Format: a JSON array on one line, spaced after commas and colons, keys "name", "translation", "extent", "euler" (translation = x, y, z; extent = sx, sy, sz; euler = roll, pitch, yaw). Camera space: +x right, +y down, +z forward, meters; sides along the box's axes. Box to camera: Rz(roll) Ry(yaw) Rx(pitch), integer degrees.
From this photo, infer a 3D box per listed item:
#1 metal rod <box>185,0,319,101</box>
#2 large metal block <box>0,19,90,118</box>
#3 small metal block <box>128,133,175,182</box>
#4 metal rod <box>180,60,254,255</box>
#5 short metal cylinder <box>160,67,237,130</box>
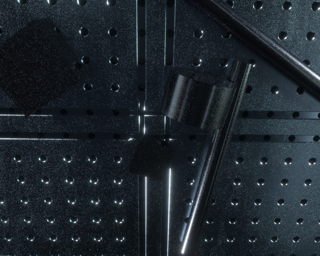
[{"name": "metal rod", "translation": [0.153, -0.084, 0.384], "extent": [0.301, 0.025, 0.025], "euler": [32, 107, -12]}, {"name": "large metal block", "translation": [-0.146, -0.072, 0.371], "extent": [0.080, 0.050, 0.080], "euler": [-31, 108, 10]}, {"name": "small metal block", "translation": [-0.012, 0.041, 0.428], "extent": [0.050, 0.025, 0.050], "euler": [17, 109, -7]}, {"name": "metal rod", "translation": [0.074, 0.055, 0.434], "extent": [0.025, 0.025, 0.298], "euler": [11, 110, -5]}, {"name": "short metal cylinder", "translation": [0.045, -0.037, 0.371], "extent": [0.081, 0.080, 0.050], "euler": [13, 110, -5]}]
